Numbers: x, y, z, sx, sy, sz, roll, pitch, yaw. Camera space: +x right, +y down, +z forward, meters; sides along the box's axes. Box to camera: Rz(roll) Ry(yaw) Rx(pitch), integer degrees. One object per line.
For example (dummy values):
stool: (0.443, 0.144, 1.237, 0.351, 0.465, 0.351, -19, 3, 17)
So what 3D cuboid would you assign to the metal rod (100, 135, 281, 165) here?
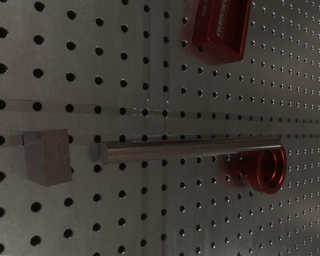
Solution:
metal rod: (0.064, 0.027, 0.437, 0.303, 0.025, 0.025, -1, 91, -32)

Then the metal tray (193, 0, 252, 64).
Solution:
metal tray: (0.103, -0.180, 0.494, 0.091, 0.030, 0.129, 18, 79, -39)

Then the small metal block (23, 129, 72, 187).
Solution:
small metal block: (-0.110, 0.027, 0.302, 0.025, 0.050, 0.050, -7, 95, -40)

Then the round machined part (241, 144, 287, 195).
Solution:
round machined part: (0.184, 0.067, 0.556, 0.099, 0.042, 0.097, 0, 90, -40)
